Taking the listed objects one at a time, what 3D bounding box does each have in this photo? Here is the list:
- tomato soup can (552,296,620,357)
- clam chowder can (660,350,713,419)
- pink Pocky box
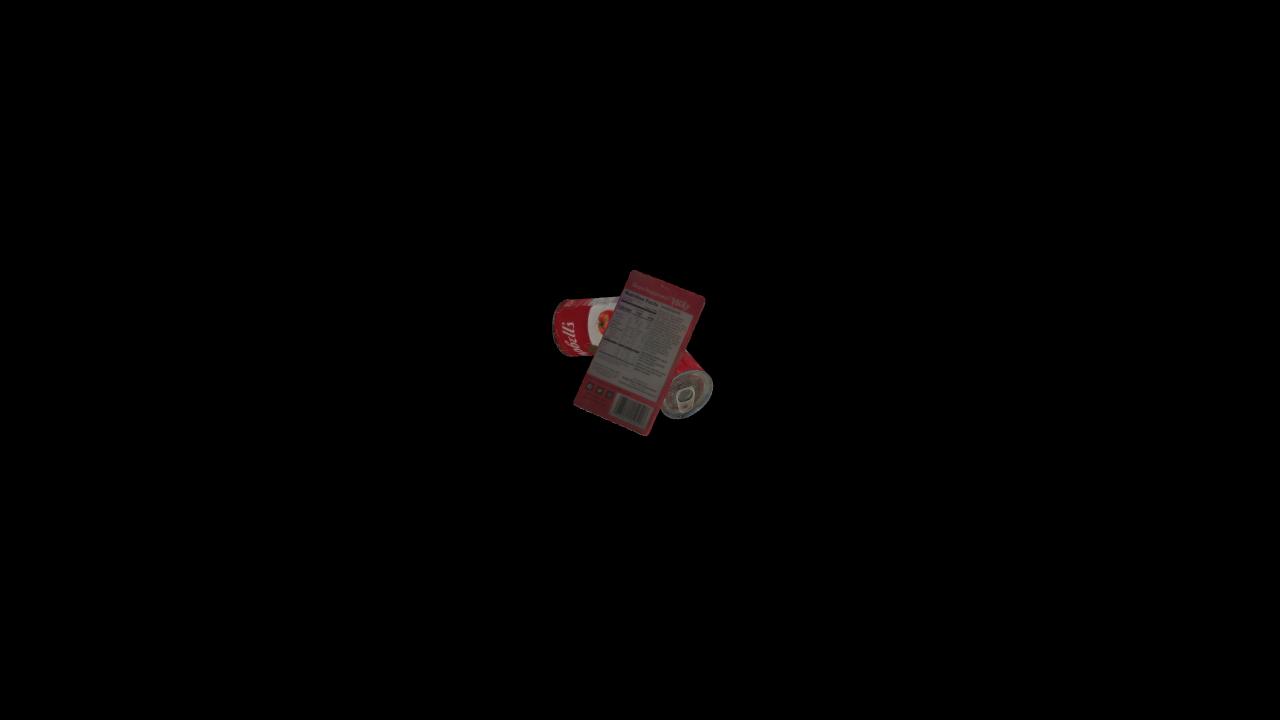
[{"bbox_3d":[-0.038,-0.038,0.693,0.101,0.068,0.068,-1,0,30],"label":"tomato soup can"},{"bbox_3d":[0.033,0.012,0.726,0.068,0.068,0.102,0,33,-28],"label":"clam chowder can"},{"bbox_3d":[0.000,-0.008,0.635,0.084,0.155,0.029,22,-5,10],"label":"pink Pocky box"}]
